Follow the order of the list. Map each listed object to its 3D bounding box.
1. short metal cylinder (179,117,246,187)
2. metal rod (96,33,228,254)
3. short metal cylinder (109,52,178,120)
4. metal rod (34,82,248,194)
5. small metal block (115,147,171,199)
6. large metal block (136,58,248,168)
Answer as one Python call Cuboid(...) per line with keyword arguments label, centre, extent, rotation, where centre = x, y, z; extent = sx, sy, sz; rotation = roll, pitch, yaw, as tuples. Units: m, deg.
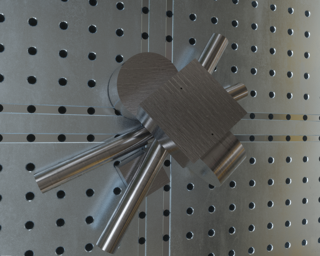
Cuboid(label="short metal cylinder", centre=(0.064, 0.031, 0.404), extent=(0.050, 0.080, 0.080), rotation=(-45, 104, -13))
Cuboid(label="metal rod", centre=(0.008, 0.011, 0.386), extent=(0.025, 0.025, 0.300), rotation=(32, 79, -17))
Cuboid(label="short metal cylinder", centre=(-0.020, -0.050, 0.388), extent=(0.081, 0.050, 0.079), rotation=(0, 90, -20))
Cuboid(label="metal rod", centre=(-0.010, 0.005, 0.405), extent=(0.302, 0.025, 0.025), rotation=(-25, 99, -19))
Cuboid(label="small metal block", centre=(-0.023, 0.059, 0.401), extent=(0.050, 0.025, 0.050), rotation=(-30, 100, -18))
Cuboid(label="large metal block", centre=(0.032, -0.014, 0.340), extent=(0.080, 0.050, 0.080), rotation=(-41, 86, -15))
